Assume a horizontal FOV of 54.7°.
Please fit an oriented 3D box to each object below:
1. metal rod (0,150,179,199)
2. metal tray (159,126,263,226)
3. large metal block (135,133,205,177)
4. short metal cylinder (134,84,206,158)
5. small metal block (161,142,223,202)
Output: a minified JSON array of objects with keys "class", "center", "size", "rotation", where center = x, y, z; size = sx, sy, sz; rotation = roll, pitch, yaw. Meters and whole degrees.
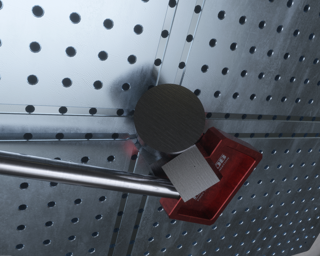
[{"class":"metal rod","center":[-0.116,0.047,0.340],"size":[0.302,0.025,0.025],"rotation":[13,112,-22]},{"class":"metal tray","center":[0.070,0.070,0.423],"size":[0.091,0.030,0.129],"rotation":[23,106,-37]},{"class":"large metal block","center":[0.023,0.043,0.434],"size":[0.080,0.050,0.080],"rotation":[-31,129,-9]},{"class":"short metal cylinder","center":[0.010,-0.007,0.370],"size":[0.080,0.080,0.050],"rotation":[-31,171,-9]},{"class":"small metal block","center":[0.039,0.053,0.373],"size":[0.050,0.050,0.025],"rotation":[-36,172,17]}]
